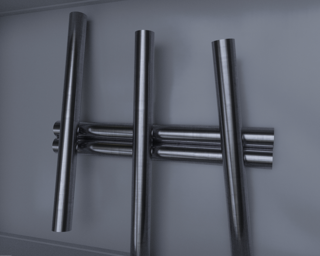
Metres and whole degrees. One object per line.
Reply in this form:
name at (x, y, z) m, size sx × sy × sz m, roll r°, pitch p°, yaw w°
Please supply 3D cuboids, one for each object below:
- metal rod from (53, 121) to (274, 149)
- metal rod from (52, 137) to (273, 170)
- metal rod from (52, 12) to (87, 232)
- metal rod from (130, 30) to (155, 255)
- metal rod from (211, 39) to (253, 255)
metal rod at (-0.009, 0.007, 0.412) m, size 0.301 × 0.025 × 0.025 m, roll 2°, pitch 91°, yaw 19°
metal rod at (-0.010, 0.031, 0.412) m, size 0.301 × 0.025 × 0.025 m, roll 2°, pitch 91°, yaw 19°
metal rod at (-0.123, -0.014, 0.426) m, size 0.025 × 0.025 × 0.298 m, roll -1°, pitch 81°, yaw 19°
metal rod at (-0.022, 0.030, 0.390) m, size 0.025 × 0.025 × 0.298 m, roll 2°, pitch 91°, yaw 19°
metal rod at (0.086, 0.052, 0.355) m, size 0.025 × 0.025 × 0.298 m, roll -4°, pitch 97°, yaw 19°
